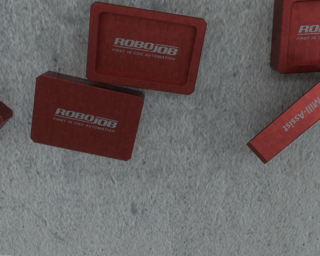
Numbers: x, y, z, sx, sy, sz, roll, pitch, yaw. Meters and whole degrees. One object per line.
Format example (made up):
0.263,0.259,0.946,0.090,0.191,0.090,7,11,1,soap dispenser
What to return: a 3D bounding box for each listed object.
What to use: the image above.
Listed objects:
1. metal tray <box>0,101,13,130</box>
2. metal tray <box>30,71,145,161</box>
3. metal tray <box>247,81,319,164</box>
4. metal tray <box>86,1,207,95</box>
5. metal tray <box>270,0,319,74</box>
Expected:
-0.271,-0.002,0.403,0.130,0.030,0.090,-43,105,14,metal tray
-0.093,-0.015,0.400,0.131,0.030,0.089,12,110,-5,metal tray
0.168,-0.013,0.371,0.130,0.090,0.030,-44,74,14,metal tray
-0.018,-0.094,0.372,0.131,0.030,0.089,8,110,-4,metal tray
0.203,-0.114,0.367,0.131,0.030,0.089,-3,110,0,metal tray
